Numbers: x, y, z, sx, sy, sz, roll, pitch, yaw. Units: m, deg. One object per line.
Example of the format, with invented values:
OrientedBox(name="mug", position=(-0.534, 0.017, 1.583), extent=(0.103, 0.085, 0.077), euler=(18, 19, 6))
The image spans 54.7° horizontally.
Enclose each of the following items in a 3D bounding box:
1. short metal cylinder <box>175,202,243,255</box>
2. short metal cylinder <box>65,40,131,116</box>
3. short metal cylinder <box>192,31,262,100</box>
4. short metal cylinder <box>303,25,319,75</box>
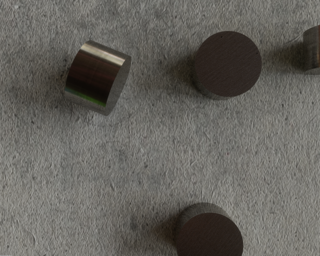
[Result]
OrientedBox(name="short metal cylinder", position=(0.060, 0.142, 0.398), extent=(0.081, 0.050, 0.080), euler=(0, 90, 0))
OrientedBox(name="short metal cylinder", position=(-0.074, -0.061, 0.382), extent=(0.050, 0.080, 0.080), euler=(23, 90, 0))
OrientedBox(name="short metal cylinder", position=(0.083, -0.077, 0.398), extent=(0.081, 0.050, 0.080), euler=(0, 90, 0))
OrientedBox(name="short metal cylinder", position=(0.222, -0.097, 0.384), extent=(0.081, 0.080, 0.050), euler=(-2, 90, 0))
